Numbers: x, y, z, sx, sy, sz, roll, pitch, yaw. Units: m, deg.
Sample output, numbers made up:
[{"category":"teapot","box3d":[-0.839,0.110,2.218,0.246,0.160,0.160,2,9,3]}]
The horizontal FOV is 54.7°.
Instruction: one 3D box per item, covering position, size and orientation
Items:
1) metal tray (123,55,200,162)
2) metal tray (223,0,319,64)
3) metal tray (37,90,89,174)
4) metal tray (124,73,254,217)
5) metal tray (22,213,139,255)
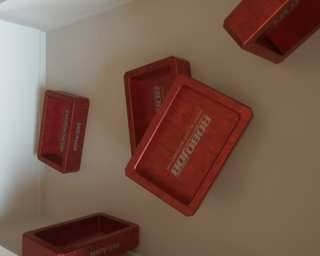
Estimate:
[{"category":"metal tray","box3d":[0.000,-0.018,0.401,0.090,0.030,0.129,-10,84,39]},{"category":"metal tray","box3d":[0.126,-0.116,0.259,0.129,0.091,0.030,-45,63,30]},{"category":"metal tray","box3d":[-0.171,0.004,0.541,0.090,0.030,0.129,17,101,38]},{"category":"metal tray","box3d":[0.031,0.017,0.341,0.090,0.030,0.129,31,96,16]},{"category":"metal tray","box3d":[-0.104,0.153,0.422,0.090,0.131,0.030,4,93,39]}]
